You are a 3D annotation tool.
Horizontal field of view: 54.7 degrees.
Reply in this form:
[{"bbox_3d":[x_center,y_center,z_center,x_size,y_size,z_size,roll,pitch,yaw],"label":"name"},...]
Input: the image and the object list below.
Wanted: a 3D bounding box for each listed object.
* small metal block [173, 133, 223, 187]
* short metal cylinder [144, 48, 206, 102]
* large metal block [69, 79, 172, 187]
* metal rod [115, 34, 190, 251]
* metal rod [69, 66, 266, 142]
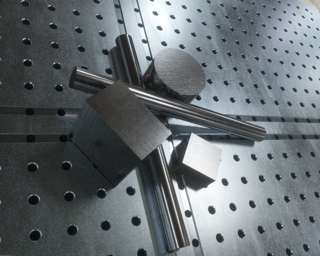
[{"bbox_3d":[0.051,0.042,0.413,0.050,0.025,0.050,29,52,-10],"label":"small metal block"},{"bbox_3d":[0.018,-0.067,0.444,0.081,0.050,0.080,14,56,-21],"label":"short metal cylinder"},{"bbox_3d":[-0.047,0.008,0.342,0.080,0.080,0.050,46,51,4],"label":"large metal block"},{"bbox_3d":[-0.016,0.001,0.400,0.025,0.025,0.299,-2,63,-29],"label":"metal rod"},{"bbox_3d":[0.031,-0.023,0.416,0.302,0.025,0.025,15,56,-29],"label":"metal rod"}]
